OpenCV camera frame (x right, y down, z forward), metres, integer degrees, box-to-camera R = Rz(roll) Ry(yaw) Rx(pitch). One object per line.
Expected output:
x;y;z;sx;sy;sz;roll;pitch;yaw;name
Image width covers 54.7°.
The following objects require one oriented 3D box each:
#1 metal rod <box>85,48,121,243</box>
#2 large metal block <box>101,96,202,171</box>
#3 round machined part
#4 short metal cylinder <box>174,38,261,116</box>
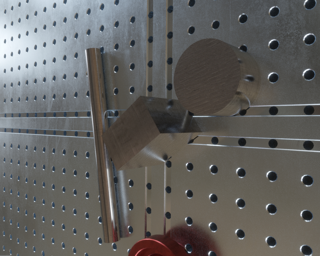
-0.090;0.023;0.483;0.025;0.025;0.298;-12;83;39;metal rod
-0.010;0.007;0.382;0.080;0.081;0.050;-42;65;32;large metal block
0.007;0.185;0.393;0.098;0.042;0.097;0;90;40;round machined part
0.062;-0.053;0.342;0.080;0.050;0.080;0;90;40;short metal cylinder
